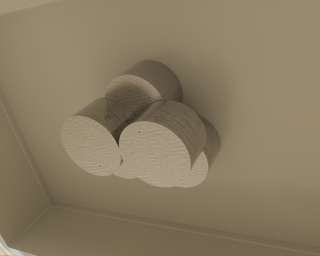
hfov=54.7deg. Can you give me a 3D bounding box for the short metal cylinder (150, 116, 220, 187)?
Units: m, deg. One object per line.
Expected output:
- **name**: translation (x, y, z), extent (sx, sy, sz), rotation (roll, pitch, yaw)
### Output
- **short metal cylinder**: translation (0.030, 0.028, 0.392), extent (0.080, 0.050, 0.079), rotation (13, 124, 21)

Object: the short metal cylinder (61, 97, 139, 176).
- **short metal cylinder**: translation (-0.069, 0.010, 0.368), extent (0.080, 0.050, 0.079), rotation (13, 124, 21)

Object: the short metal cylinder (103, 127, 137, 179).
- **short metal cylinder**: translation (-0.044, 0.023, 0.427), extent (0.080, 0.050, 0.079), rotation (13, 124, 21)

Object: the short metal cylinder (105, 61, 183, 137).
- **short metal cylinder**: translation (-0.019, -0.036, 0.379), extent (0.080, 0.050, 0.079), rotation (13, 124, 21)

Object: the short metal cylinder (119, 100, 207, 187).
- **short metal cylinder**: translation (0.004, 0.016, 0.333), extent (0.080, 0.050, 0.079), rotation (13, 124, 21)
